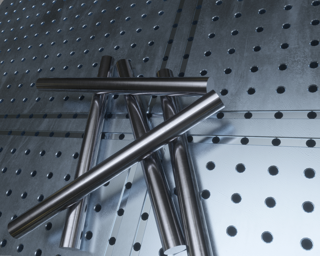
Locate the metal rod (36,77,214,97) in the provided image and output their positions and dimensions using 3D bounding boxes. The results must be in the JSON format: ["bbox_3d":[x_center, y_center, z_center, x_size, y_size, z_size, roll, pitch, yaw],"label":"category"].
[{"bbox_3d":[-0.069,-0.061,0.448,0.300,0.025,0.025,5,64,30],"label":"metal rod"}]

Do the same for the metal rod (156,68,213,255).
[{"bbox_3d":[0.027,0.044,0.366,0.025,0.025,0.299,-20,54,16],"label":"metal rod"}]

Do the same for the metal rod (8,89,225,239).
[{"bbox_3d":[-0.057,0.047,0.375,0.300,0.025,0.025,-33,52,6],"label":"metal rod"}]

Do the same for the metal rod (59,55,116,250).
[{"bbox_3d":[-0.098,0.016,0.447,0.025,0.025,0.299,-9,58,23],"label":"metal rod"}]

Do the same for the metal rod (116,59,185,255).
[{"bbox_3d":[-0.021,0.012,0.410,0.025,0.025,0.299,-27,52,11],"label":"metal rod"}]
